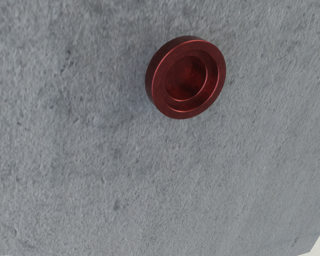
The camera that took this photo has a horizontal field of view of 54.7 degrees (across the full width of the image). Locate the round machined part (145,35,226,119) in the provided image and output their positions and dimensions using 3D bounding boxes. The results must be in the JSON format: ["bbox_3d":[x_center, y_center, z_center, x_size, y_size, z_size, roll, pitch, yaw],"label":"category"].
[{"bbox_3d":[0.027,-0.063,0.373,0.099,0.042,0.097,-14,125,-21],"label":"round machined part"}]
